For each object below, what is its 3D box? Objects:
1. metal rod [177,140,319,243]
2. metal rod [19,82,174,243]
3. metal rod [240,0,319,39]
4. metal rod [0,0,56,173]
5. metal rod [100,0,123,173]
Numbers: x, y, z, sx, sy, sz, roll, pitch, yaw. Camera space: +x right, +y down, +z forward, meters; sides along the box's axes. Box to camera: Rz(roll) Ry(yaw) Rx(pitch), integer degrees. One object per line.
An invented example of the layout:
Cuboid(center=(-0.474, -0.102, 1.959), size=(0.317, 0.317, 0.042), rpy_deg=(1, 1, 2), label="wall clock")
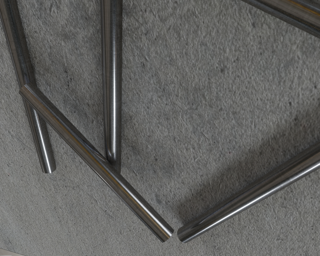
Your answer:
Cuboid(center=(0.117, 0.086, 0.398), size=(0.025, 0.025, 0.298), rpy_deg=(42, 129, -1), label="metal rod")
Cuboid(center=(-0.092, 0.050, 0.453), size=(0.300, 0.025, 0.025), rpy_deg=(46, 129, -1), label="metal rod")
Cuboid(center=(0.035, -0.156, 0.292), size=(0.301, 0.025, 0.025), rpy_deg=(30, 128, 8), label="metal rod")
Cuboid(center=(-0.202, -0.053, 0.480), size=(0.025, 0.025, 0.298), rpy_deg=(13, 124, 21), label="metal rod")
Cuboid(center=(-0.063, -0.056, 0.405), size=(0.025, 0.025, 0.298), rpy_deg=(18, 126, 18), label="metal rod")
